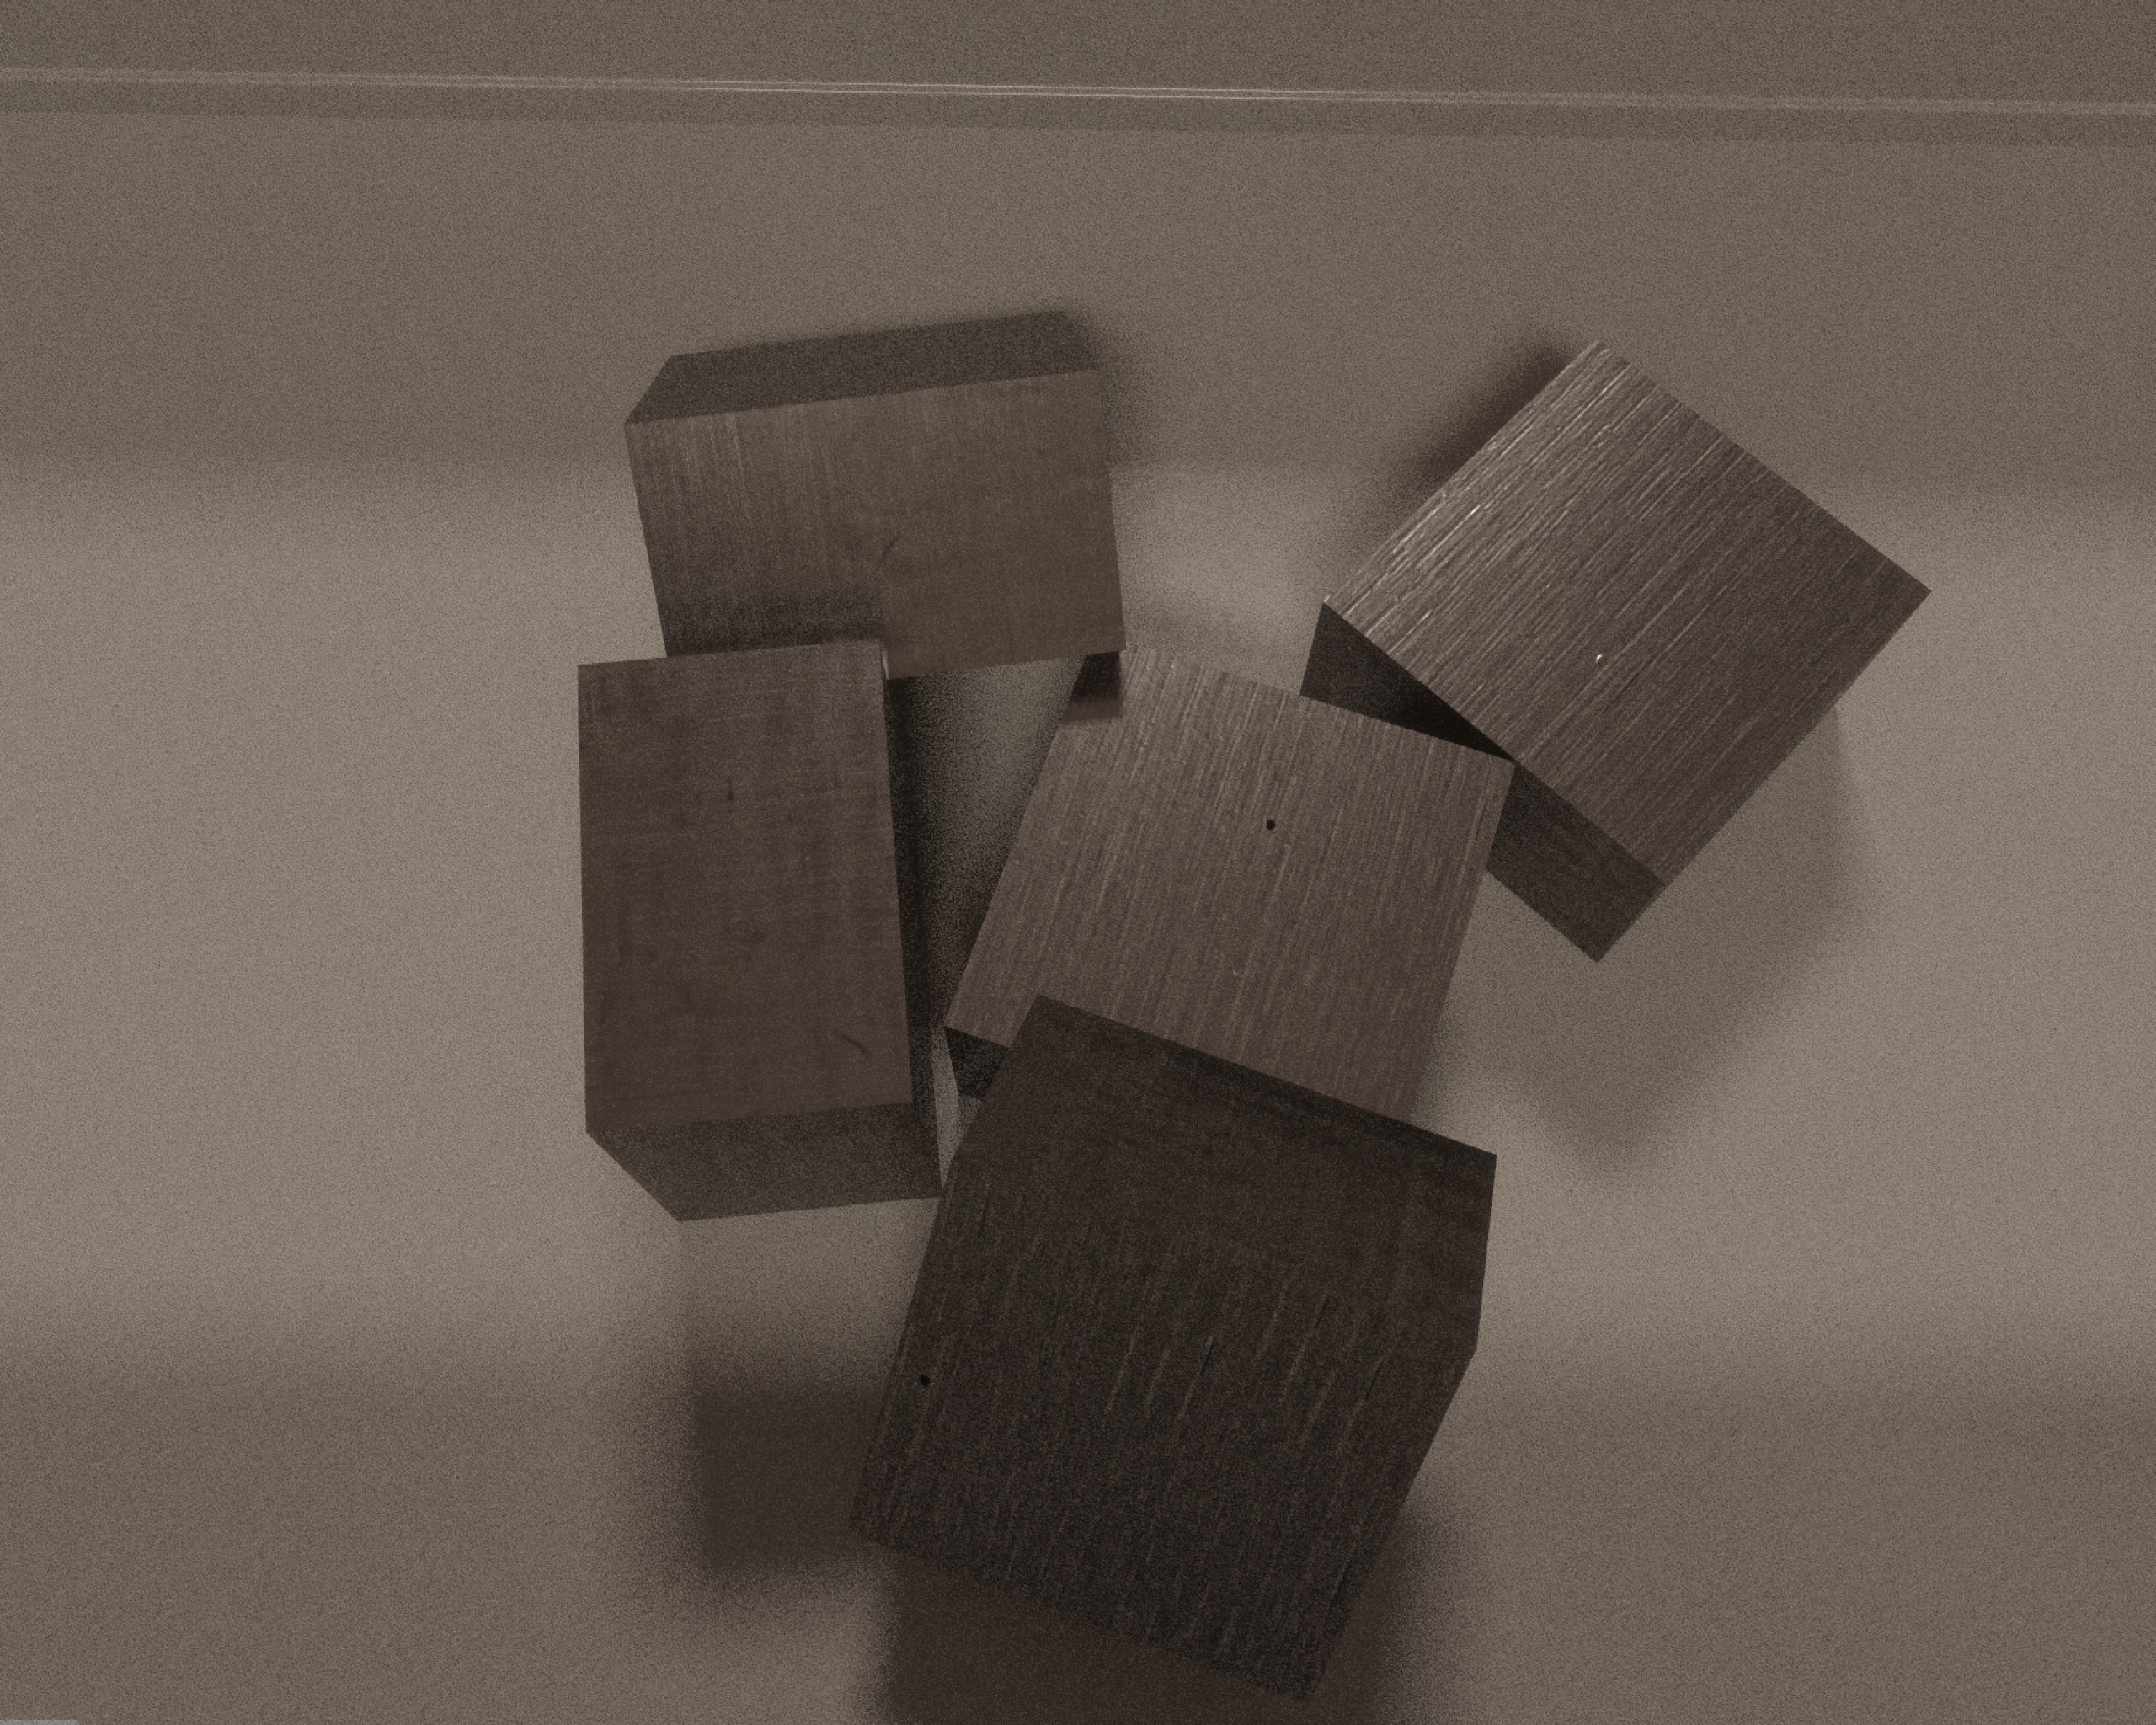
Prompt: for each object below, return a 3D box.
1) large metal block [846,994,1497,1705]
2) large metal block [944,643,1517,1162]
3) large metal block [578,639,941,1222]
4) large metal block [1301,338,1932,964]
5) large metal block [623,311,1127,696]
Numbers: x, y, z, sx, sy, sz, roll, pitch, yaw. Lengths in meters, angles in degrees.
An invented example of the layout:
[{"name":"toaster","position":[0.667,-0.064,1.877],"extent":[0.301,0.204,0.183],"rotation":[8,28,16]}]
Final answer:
[{"name":"large metal block","position":[0.015,0.079,0.343],"extent":[0.080,0.079,0.050],"rotation":[19,29,5]},{"name":"large metal block","position":[0.028,0.013,0.391],"extent":[0.080,0.050,0.080],"rotation":[18,71,6]},{"name":"large metal block","position":[-0.055,0.015,0.373],"extent":[0.050,0.080,0.080],"rotation":[-5,70,-2]},{"name":"large metal block","position":[0.102,-0.041,0.411],"extent":[0.080,0.050,0.080],"rotation":[42,75,13]},{"name":"large metal block","position":[-0.037,-0.070,0.398],"extent":[0.081,0.080,0.050],"rotation":[-7,112,-2]}]
